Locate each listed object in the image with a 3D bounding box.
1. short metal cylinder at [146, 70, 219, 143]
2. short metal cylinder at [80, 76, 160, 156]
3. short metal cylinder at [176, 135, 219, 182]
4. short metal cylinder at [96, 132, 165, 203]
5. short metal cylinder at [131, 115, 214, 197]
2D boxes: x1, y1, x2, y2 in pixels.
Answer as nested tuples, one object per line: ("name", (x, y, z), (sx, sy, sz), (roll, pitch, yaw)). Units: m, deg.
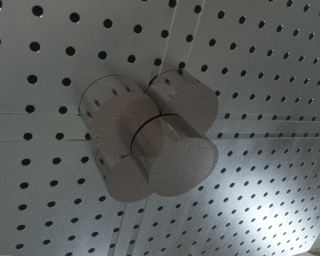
("short metal cylinder", (0.026, -0.027, 0.393), (0.081, 0.050, 0.079), (-14, 125, -21))
("short metal cylinder", (-0.047, -0.015, 0.360), (0.081, 0.050, 0.079), (-14, 125, -21))
("short metal cylinder", (0.035, 0.038, 0.439), (0.081, 0.050, 0.079), (-14, 125, -21))
("short metal cylinder", (-0.038, 0.050, 0.406), (0.081, 0.050, 0.079), (-14, 125, -21))
("short metal cylinder", (0.014, 0.032, 0.357), (0.081, 0.050, 0.079), (-15, 126, -21))
